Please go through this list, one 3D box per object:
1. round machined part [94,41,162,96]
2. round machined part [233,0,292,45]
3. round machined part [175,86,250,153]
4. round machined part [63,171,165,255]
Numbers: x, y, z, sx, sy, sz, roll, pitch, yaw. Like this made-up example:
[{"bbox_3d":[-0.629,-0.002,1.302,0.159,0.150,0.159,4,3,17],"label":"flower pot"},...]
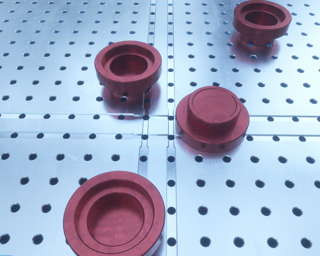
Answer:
[{"bbox_3d":[-0.046,-0.087,0.469,0.099,0.042,0.098,0,50,0],"label":"round machined part"},{"bbox_3d":[0.178,-0.185,0.553,0.099,0.042,0.098,0,50,0],"label":"round machined part"},{"bbox_3d":[0.070,-0.019,0.413,0.099,0.042,0.098,0,50,0],"label":"round machined part"},{"bbox_3d":[-0.044,0.096,0.316,0.099,0.042,0.098,0,50,0],"label":"round machined part"}]
